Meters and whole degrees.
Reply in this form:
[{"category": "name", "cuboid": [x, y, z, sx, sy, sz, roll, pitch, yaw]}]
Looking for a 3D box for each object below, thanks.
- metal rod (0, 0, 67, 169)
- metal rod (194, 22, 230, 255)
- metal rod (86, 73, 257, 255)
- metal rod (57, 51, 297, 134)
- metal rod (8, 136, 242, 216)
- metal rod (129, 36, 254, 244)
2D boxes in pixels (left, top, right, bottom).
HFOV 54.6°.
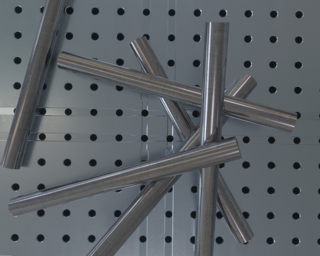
[{"category": "metal rod", "cuboid": [-0.159, -0.093, 0.412, 0.025, 0.025, 0.299, 16, 90, 0]}, {"category": "metal rod", "cuboid": [0.059, 0.032, 0.368, 0.025, 0.025, 0.298, 0, 108, 0]}, {"category": "metal rod", "cuboid": [0.019, 0.048, 0.380, 0.025, 0.025, 0.300, 42, 80, 0]}, {"category": "metal rod", "cuboid": [0.012, -0.048, 0.385, 0.301, 0.025, 0.025, 17, 90, 11]}, {"category": "metal rod", "cuboid": [-0.054, 0.063, 0.373, 0.300, 0.025, 0.025, -17, 90, 16]}, {"category": "metal rod", "cuboid": [0.042, 0.016, 0.413, 0.025, 0.025, 0.299, -29, 90, 0]}]
